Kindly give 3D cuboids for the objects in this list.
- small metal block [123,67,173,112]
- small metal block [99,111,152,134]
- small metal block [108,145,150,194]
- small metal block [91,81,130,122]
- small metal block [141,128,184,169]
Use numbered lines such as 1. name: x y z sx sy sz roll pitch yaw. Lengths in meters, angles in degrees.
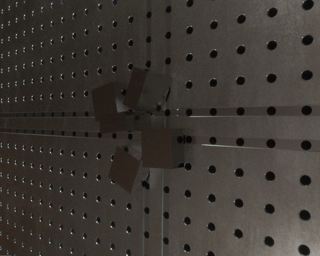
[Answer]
1. small metal block: -0.015 -0.049 0.404 0.025 0.050 0.050 30 108 36
2. small metal block: -0.048 -0.007 0.430 0.050 0.050 0.025 -7 86 39
3. small metal block: -0.043 0.058 0.443 0.050 0.025 0.050 29 108 36
4. small metal block: -0.075 -0.039 0.469 0.050 0.025 0.050 -15 81 38
5. small metal block: 0.003 0.026 0.405 0.050 0.025 0.050 -3 88 39
